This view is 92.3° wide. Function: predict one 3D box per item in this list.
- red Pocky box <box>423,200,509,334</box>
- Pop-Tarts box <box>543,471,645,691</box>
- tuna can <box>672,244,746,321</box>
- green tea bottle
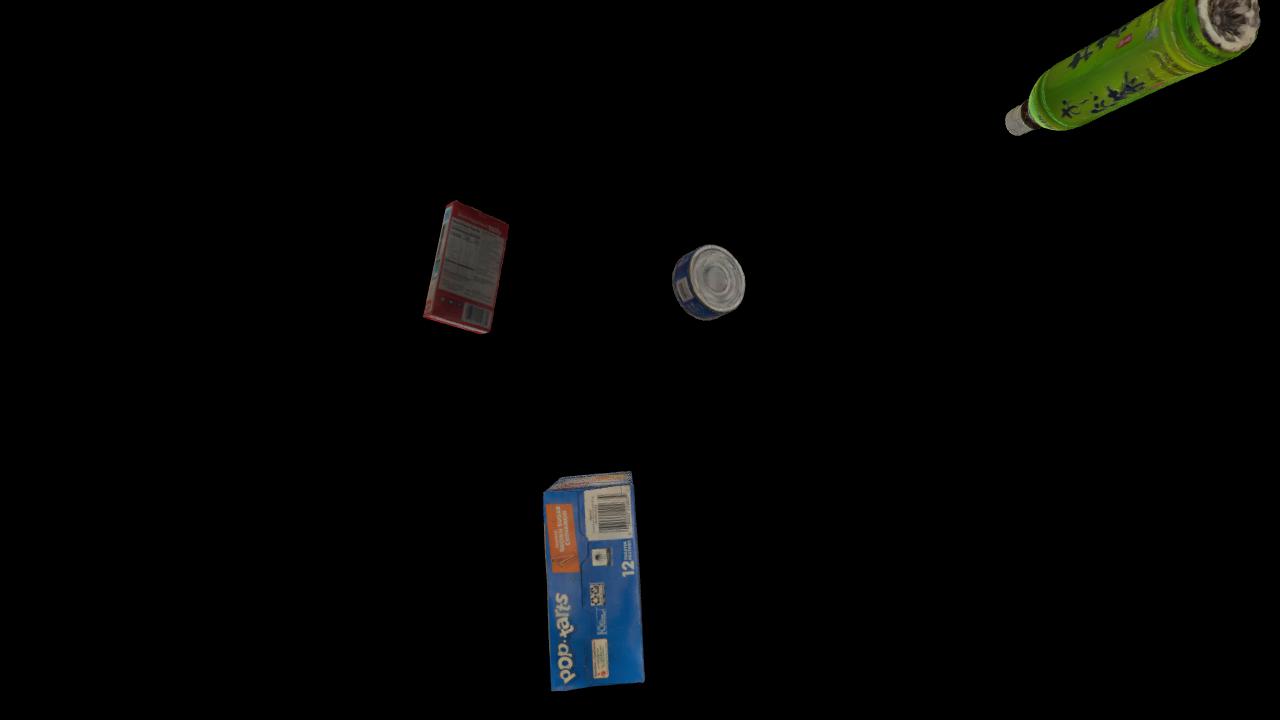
[{"bbox_3d":[-0.220,-0.116,0.788,0.083,0.155,0.028,19,-19,-39],"label":"red Pocky box"},{"bbox_3d":[-0.042,0.198,0.587,0.083,0.167,0.141,-3,-5,-1],"label":"Pop-Tarts box"},{"bbox_3d":[0.081,-0.090,0.711,0.084,0.084,0.034,0,-11,-31],"label":"tuna can"},{"bbox_3d":[0.445,-0.270,0.586,0.073,0.073,0.212,0,-4,-11],"label":"green tea bottle"}]
